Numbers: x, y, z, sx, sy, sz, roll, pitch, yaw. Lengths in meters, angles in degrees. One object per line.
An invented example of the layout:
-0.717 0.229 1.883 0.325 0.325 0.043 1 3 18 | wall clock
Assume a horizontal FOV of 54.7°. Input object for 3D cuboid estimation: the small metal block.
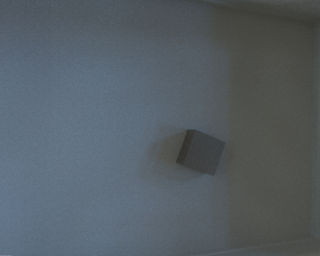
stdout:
0.057 0.034 0.433 0.050 0.025 0.050 23 82 -19 | small metal block
